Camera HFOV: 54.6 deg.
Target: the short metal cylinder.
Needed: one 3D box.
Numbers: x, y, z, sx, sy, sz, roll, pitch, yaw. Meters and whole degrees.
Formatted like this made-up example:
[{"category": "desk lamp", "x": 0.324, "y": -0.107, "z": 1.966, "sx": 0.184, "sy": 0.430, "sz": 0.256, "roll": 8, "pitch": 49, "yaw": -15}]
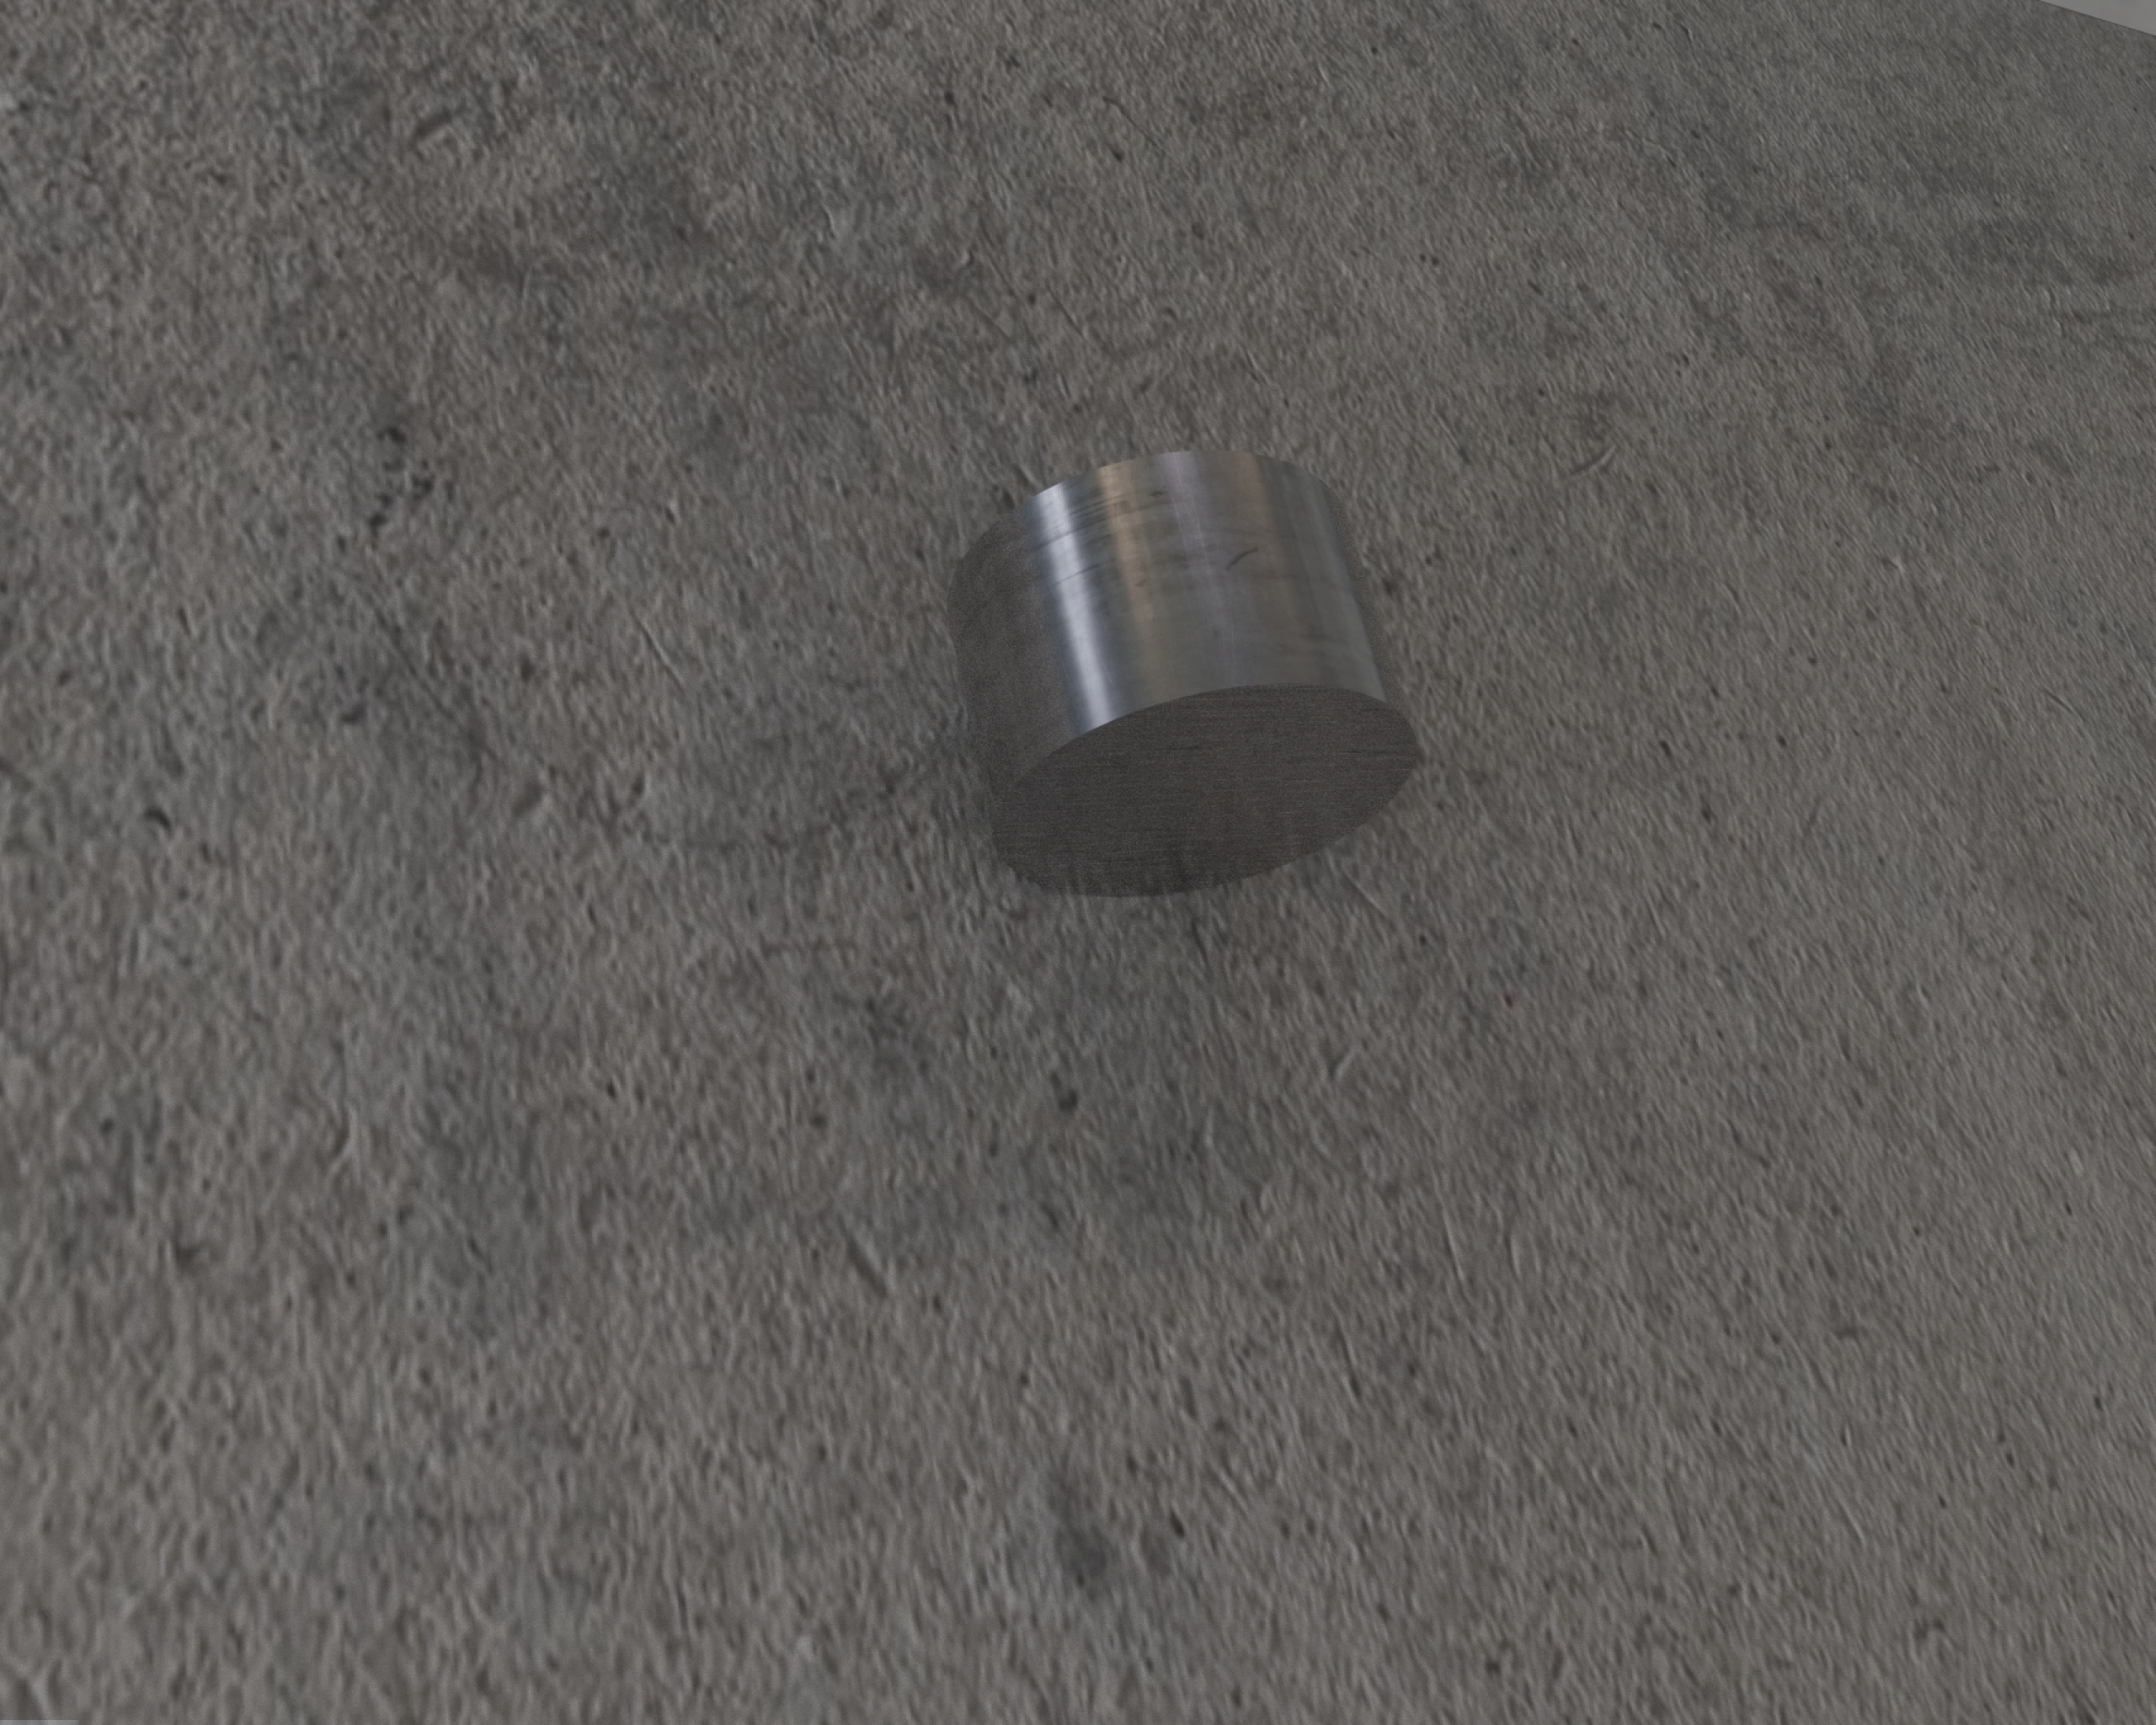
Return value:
[{"category": "short metal cylinder", "x": 0.019, "y": -0.034, "z": 0.399, "sx": 0.081, "sy": 0.080, "sz": 0.050, "roll": 2, "pitch": 61, "yaw": -27}]
